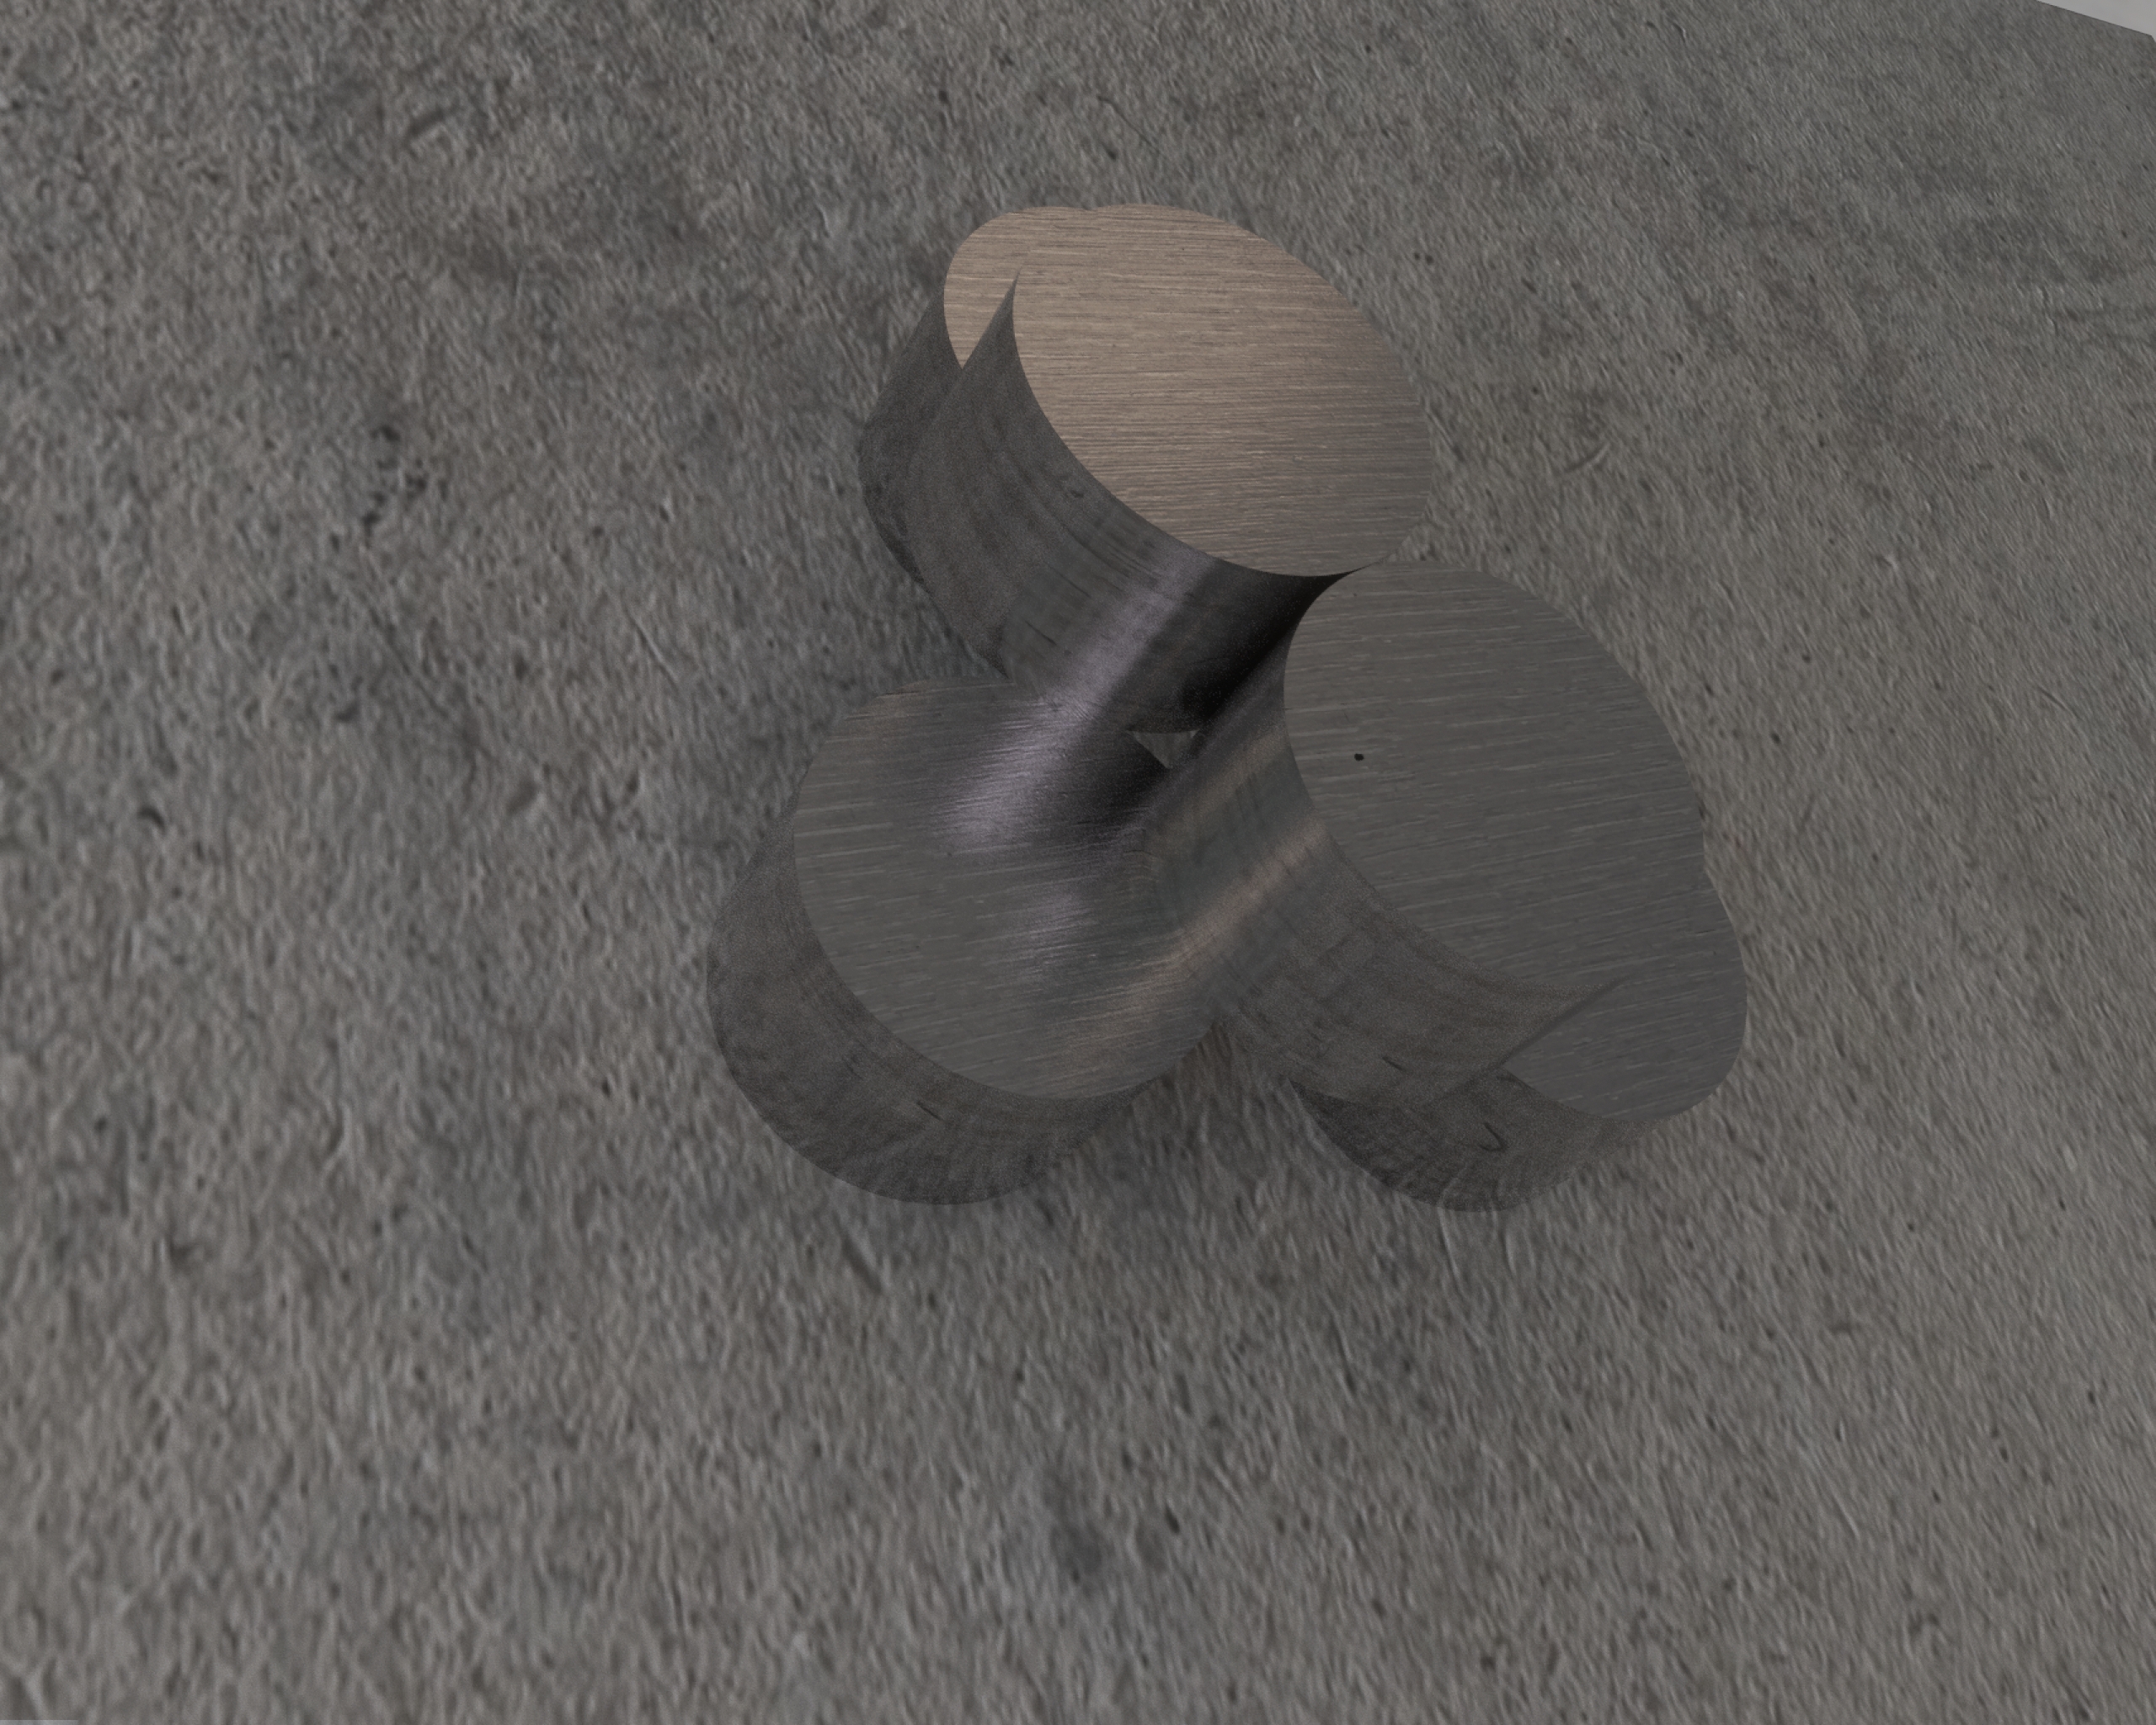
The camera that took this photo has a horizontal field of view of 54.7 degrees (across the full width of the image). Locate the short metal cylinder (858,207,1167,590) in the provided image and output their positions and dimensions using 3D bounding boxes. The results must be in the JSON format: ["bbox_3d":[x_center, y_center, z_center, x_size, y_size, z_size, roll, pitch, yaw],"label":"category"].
[{"bbox_3d":[0.000,-0.091,0.443,0.081,0.050,0.080,14,56,-21],"label":"short metal cylinder"}]

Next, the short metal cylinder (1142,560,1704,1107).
[{"bbox_3d":[0.058,-0.005,0.358,0.081,0.050,0.080,14,56,-21],"label":"short metal cylinder"}]

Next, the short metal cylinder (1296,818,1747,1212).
[{"bbox_3d":[0.085,0.024,0.419,0.081,0.050,0.080,14,56,-21],"label":"short metal cylinder"}]

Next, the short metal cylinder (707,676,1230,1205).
[{"bbox_3d":[-0.019,0.014,0.369,0.081,0.050,0.080,14,56,-21],"label":"short metal cylinder"}]

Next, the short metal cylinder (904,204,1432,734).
[{"bbox_3d":[0.016,-0.070,0.375,0.081,0.050,0.080,14,56,-21],"label":"short metal cylinder"}]
